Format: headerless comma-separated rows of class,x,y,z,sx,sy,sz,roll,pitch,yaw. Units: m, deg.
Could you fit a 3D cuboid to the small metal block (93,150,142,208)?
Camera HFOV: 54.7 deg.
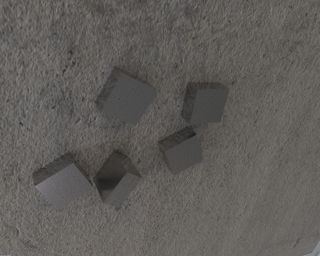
small metal block,-0.056,0.065,0.400,0.025,0.050,0.050,30,102,-38

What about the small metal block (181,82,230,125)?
small metal block,0.061,-0.034,0.419,0.050,0.025,0.050,-5,121,-26

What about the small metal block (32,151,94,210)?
small metal block,-0.119,0.065,0.382,0.050,0.025,0.050,-32,129,-8

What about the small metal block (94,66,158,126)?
small metal block,-0.040,-0.037,0.362,0.050,0.025,0.050,23,106,-37

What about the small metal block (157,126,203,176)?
small metal block,0.030,0.033,0.443,0.050,0.025,0.050,-28,128,-11
